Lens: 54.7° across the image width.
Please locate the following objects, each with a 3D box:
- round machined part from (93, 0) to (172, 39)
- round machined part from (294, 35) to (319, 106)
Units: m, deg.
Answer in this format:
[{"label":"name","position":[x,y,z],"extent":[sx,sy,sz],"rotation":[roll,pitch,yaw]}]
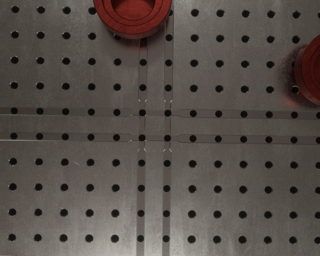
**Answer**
[{"label":"round machined part","position":[-0.034,-0.165,0.404],"extent":[0.099,0.042,0.097],"rotation":[0,90,-1]},{"label":"round machined part","position":[0.225,-0.075,0.408],"extent":[0.099,0.042,0.097],"rotation":[0,90,-1]}]
